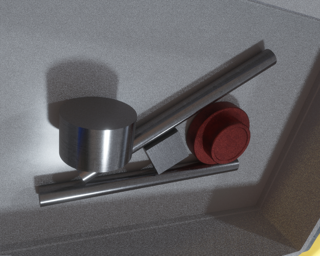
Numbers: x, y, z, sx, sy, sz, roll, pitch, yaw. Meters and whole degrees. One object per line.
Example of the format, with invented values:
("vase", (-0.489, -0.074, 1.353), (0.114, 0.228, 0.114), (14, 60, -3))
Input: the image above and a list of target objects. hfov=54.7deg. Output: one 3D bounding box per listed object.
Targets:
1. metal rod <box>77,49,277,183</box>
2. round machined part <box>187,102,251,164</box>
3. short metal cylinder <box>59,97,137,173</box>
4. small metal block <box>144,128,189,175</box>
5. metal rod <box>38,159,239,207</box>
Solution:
("metal rod", (0.027, -0.020, 0.411), (0.301, 0.025, 0.025), (-32, 129, -8))
("round machined part", (0.093, 0.014, 0.455), (0.099, 0.042, 0.097), (-14, 125, -21))
("short metal cylinder", (-0.068, 0.005, 0.339), (0.081, 0.080, 0.050), (-5, 121, -26))
("small metal block", (0.006, 0.029, 0.429), (0.050, 0.025, 0.050), (-31, 129, -8))
("metal rod", (-0.013, 0.071, 0.446), (0.303, 0.025, 0.025), (-5, 121, -26))
